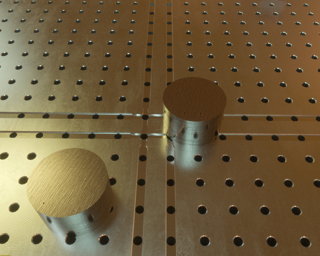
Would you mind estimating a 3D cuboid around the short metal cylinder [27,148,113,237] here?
[{"bbox_3d":[-0.093,0.068,0.333,0.081,0.050,0.080,0,50,0],"label":"short metal cylinder"}]

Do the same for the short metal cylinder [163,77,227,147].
[{"bbox_3d":[0.044,-0.022,0.410,0.081,0.050,0.080,0,50,0],"label":"short metal cylinder"}]
